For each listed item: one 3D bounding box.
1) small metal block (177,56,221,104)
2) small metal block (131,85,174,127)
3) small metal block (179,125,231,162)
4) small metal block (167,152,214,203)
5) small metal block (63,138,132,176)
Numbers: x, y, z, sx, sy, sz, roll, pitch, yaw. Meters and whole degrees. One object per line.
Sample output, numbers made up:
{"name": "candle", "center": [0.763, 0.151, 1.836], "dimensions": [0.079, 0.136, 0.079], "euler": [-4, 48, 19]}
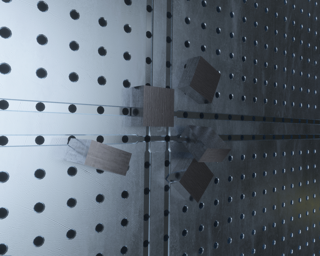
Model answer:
{"name": "small metal block", "center": [0.059, -0.069, 0.457], "dimensions": [0.050, 0.025, 0.050], "euler": [32, 70, -35]}
{"name": "small metal block", "center": [-0.009, -0.027, 0.401], "dimensions": [0.050, 0.025, 0.050], "euler": [1, 89, -40]}
{"name": "small metal block", "center": [0.064, 0.022, 0.442], "dimensions": [0.050, 0.050, 0.025], "euler": [5, 125, -40]}
{"name": "small metal block", "center": [0.045, 0.071, 0.446], "dimensions": [0.050, 0.025, 0.050], "euler": [51, 60, -28]}
{"name": "small metal block", "center": [-0.068, 0.031, 0.335], "dimensions": [0.050, 0.050, 0.025], "euler": [24, 75, -38]}
